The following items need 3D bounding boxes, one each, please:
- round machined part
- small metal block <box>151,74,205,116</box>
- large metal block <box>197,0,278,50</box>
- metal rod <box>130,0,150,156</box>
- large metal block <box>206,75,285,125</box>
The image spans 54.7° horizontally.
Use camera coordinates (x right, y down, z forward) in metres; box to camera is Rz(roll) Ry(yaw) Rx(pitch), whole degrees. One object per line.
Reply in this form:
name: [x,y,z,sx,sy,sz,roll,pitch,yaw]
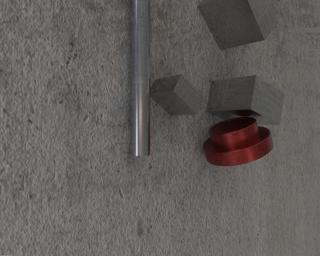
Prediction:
round machined part: [0.109,0.015,0.449,0.099,0.098,0.042,-28,107,-37]
small metal block: [0.021,-0.041,0.406,0.050,0.050,0.025,41,65,-33]
large metal block: [0.117,-0.172,0.467,0.050,0.080,0.080,-50,120,-28]
metal rod: [-0.025,-0.116,0.383,0.025,0.025,0.298,0,90,-40]
large metal block: [0.132,-0.039,0.479,0.080,0.080,0.050,19,78,-39]
